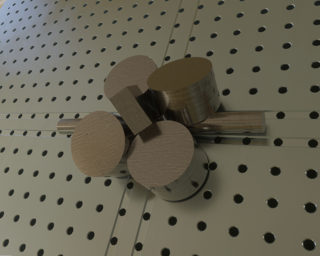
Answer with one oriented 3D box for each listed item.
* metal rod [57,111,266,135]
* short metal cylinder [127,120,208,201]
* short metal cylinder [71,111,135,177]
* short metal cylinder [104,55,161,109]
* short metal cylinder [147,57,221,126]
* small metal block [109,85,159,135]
[{"bbox_3d":[-0.018,-0.004,0.415,0.300,0.025,0.025,-1,61,27],"label":"metal rod"},{"bbox_3d":[0.010,0.038,0.359,0.080,0.050,0.080,-13,56,21],"label":"short metal cylinder"},{"bbox_3d":[-0.064,0.022,0.392,0.080,0.050,0.080,-5,80,26],"label":"short metal cylinder"},{"bbox_3d":[-0.031,-0.056,0.438,0.080,0.050,0.080,-13,56,21],"label":"short metal cylinder"},{"bbox_3d":[0.030,-0.046,0.383,0.080,0.050,0.080,-14,34,10],"label":"short metal cylinder"},{"bbox_3d":[-0.029,-0.023,0.371,0.025,0.050,0.050,-34,93,13],"label":"small metal block"}]
